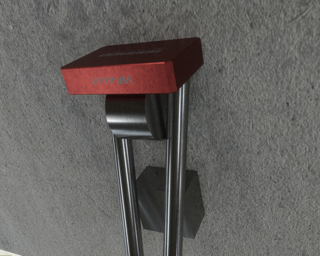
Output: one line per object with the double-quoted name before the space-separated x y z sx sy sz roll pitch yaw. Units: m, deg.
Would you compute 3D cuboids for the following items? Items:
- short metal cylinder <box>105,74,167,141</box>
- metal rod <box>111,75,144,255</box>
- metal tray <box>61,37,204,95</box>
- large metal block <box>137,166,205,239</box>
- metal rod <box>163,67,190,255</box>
"short metal cylinder" -0.020 -0.026 0.367 0.050 0.080 0.079 2 119 26
"metal rod" -0.045 0.064 0.411 0.025 0.025 0.298 2 104 27
"metal tray" -0.028 -0.068 0.338 0.130 0.090 0.030 2 120 26
"large metal block" 0.014 0.105 0.446 0.080 0.050 0.079 2 119 27
"metal rod" 0.019 0.068 0.379 0.025 0.025 0.298 8 107 23
